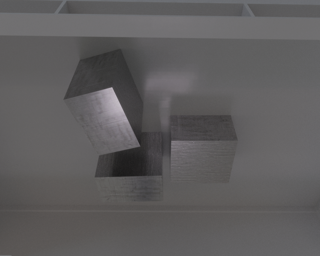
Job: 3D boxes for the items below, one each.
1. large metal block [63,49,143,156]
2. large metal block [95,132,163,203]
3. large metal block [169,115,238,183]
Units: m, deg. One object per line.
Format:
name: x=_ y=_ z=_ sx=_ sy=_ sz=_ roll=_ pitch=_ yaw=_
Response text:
large metal block: x=-0.057 y=-0.029 z=0.347 sx=0.050 sy=0.080 sz=0.080 roll=-13 pitch=129 yaw=11
large metal block: x=-0.037 y=0.051 z=0.416 sx=0.080 sy=0.080 sz=0.050 roll=-2 pitch=130 yaw=1
large metal block: x=0.054 y=0.029 z=0.418 sx=0.081 sy=0.050 sz=0.079 roll=0 pitch=130 yaw=0
